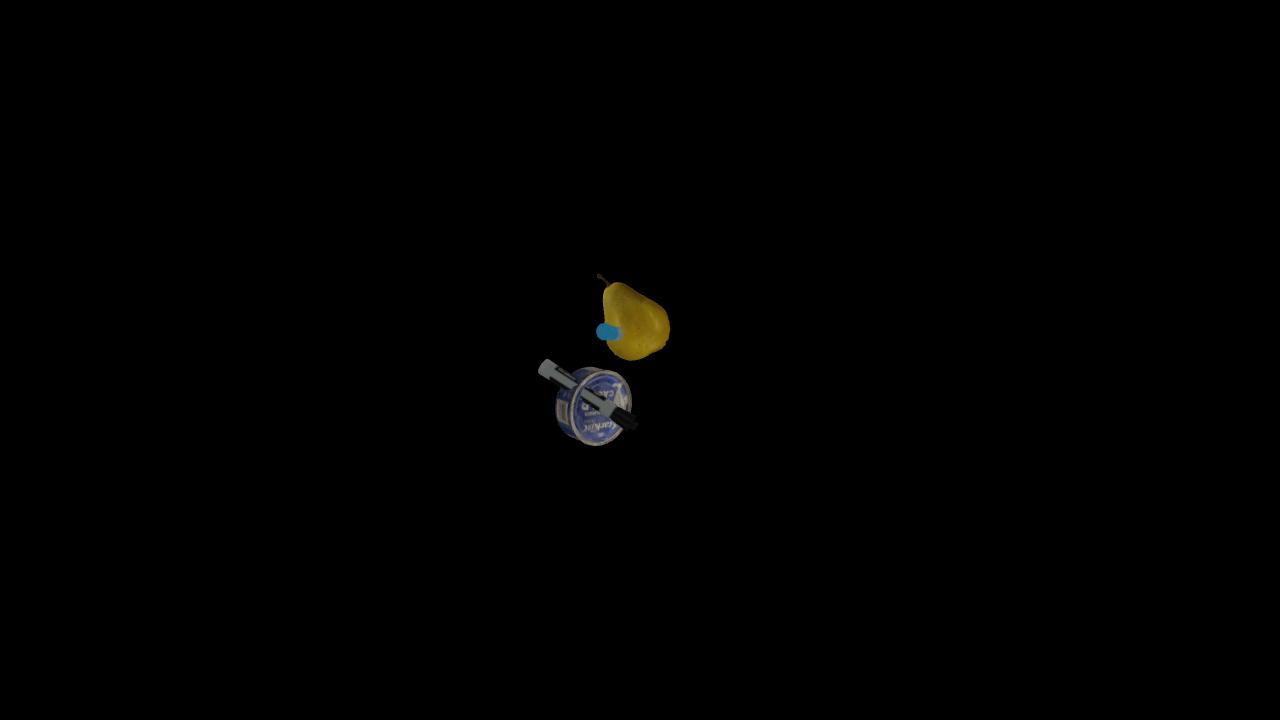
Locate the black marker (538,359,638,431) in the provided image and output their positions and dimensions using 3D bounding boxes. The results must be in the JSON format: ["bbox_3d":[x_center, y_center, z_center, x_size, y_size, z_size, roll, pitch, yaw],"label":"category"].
[{"bbox_3d":[-0.054,0.038,0.653,0.121,0.020,0.020,33,6,10],"label":"black marker"}]

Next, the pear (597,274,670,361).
[{"bbox_3d":[-0.012,-0.057,0.728,0.080,0.111,0.080,-22,11,5],"label":"pear"}]

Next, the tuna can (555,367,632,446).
[{"bbox_3d":[-0.051,0.050,0.677,0.084,0.084,0.034,0,8,-42],"label":"tuna can"}]

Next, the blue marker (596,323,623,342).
[{"bbox_3d":[-0.019,-0.028,0.721,0.020,0.020,0.121,0,-3,23],"label":"blue marker"}]
